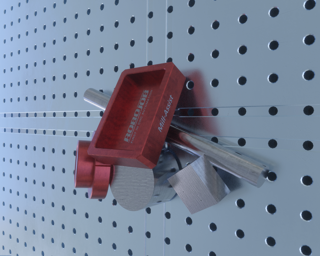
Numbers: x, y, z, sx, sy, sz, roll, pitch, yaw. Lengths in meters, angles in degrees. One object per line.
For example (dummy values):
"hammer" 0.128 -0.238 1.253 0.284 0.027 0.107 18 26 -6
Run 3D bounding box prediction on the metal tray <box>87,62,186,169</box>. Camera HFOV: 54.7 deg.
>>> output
"metal tray" -0.028 -0.017 0.386 0.090 0.030 0.130 0 61 39

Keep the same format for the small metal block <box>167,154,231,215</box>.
"small metal block" 0.043 0.065 0.354 0.050 0.025 0.050 55 140 7

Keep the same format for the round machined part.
"round machined part" -0.099 0.052 0.444 0.098 0.042 0.097 -175 89 -73

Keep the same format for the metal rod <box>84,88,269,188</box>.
"metal rod" -0.003 -0.001 0.407 0.300 0.025 0.025 25 106 37

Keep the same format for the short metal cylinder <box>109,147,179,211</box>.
"short metal cylinder" -0.021 0.063 0.406 0.080 0.050 0.079 0 90 40
